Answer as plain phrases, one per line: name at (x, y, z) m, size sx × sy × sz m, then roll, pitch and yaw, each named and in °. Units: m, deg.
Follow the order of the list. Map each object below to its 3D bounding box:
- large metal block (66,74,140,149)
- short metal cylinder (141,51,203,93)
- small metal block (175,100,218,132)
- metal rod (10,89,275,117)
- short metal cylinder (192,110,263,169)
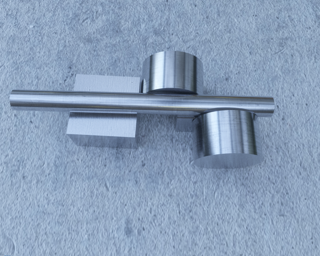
large metal block at (-0.067, -0.020, 0.399) m, size 0.081 × 0.050 × 0.080 m, roll 3°, pitch 70°, yaw 1°
short metal cylinder at (0.016, -0.056, 0.402) m, size 0.081 × 0.080 × 0.050 m, roll 2°, pitch 70°, yaw 0°
small metal block at (0.046, -0.015, 0.401) m, size 0.050 × 0.050 × 0.025 m, roll 1°, pitch 70°, yaw 0°
metal rod at (-0.019, -0.029, 0.365) m, size 0.302 × 0.025 × 0.025 m, roll 1°, pitch 70°, yaw -1°
short metal cylinder at (0.080, 0.017, 0.374) m, size 0.081 × 0.080 × 0.050 m, roll 0°, pitch 70°, yaw -1°
